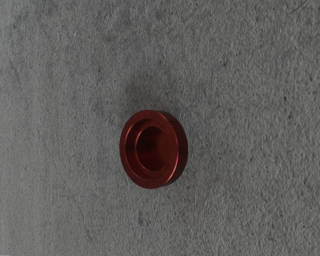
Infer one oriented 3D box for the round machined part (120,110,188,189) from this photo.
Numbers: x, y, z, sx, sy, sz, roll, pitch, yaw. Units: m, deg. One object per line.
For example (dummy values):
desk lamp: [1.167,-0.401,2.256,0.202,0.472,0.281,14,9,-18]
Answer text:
round machined part: [-0.003,0.026,0.398,0.098,0.042,0.097,0,90,40]
